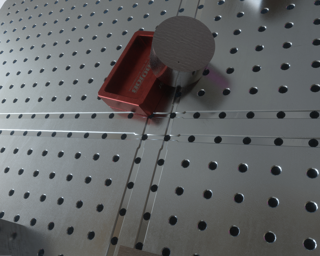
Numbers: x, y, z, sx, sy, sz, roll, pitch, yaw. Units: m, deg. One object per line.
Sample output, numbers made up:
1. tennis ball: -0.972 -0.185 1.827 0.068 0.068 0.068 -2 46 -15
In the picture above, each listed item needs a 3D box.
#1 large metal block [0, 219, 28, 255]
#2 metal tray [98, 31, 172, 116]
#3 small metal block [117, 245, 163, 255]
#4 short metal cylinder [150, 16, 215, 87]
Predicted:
1. large metal block: -0.222 0.177 0.401 0.080 0.050 0.080 -36 51 4
2. metal tray: -0.026 -0.087 0.472 0.090 0.030 0.130 16 70 34
3. small metal block: -0.022 0.156 0.324 0.050 0.025 0.050 2 62 29
4. short metal cylinder: 0.028 -0.101 0.416 0.081 0.050 0.080 2 75 -6
